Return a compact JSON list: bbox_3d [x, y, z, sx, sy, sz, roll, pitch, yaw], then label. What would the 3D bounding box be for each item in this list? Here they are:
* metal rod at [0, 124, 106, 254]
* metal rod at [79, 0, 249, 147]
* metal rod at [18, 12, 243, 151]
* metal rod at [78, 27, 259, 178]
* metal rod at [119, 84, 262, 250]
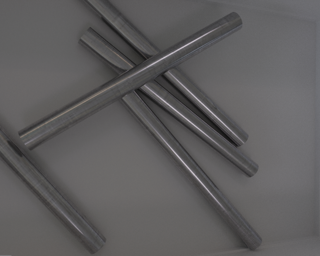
[{"bbox_3d":[-0.166,0.030,0.349,0.025,0.025,0.300,-42,103,-15],"label":"metal rod"},{"bbox_3d":[0.011,-0.077,0.414,0.300,0.025,0.025,41,77,-16],"label":"metal rod"},{"bbox_3d":[-0.024,-0.064,0.373,0.301,0.025,0.025,-32,101,-14],"label":"metal rod"},{"bbox_3d":[0.022,-0.025,0.418,0.301,0.025,0.025,38,78,-16],"label":"metal rod"},{"bbox_3d":[0.046,0.061,0.427,0.025,0.025,0.300,-44,104,-14],"label":"metal rod"}]
